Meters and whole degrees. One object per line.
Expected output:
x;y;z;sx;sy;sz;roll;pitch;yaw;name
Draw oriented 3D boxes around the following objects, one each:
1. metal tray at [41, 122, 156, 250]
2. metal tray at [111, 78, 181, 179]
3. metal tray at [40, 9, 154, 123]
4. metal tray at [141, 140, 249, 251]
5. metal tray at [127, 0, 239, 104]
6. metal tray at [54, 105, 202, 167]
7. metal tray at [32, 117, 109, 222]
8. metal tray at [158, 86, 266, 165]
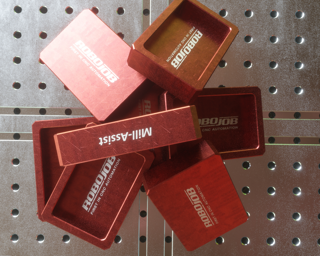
-0.073;0.069;0.380;0.090;0.030;0.130;27;90;0;metal tray
-0.018;0.000;0.410;0.091;0.030;0.129;-4;88;-2;metal tray
-0.078;-0.077;0.394;0.090;0.030;0.130;-45;75;0;metal tray
0.046;0.087;0.378;0.090;0.030;0.130;-29;123;0;metal tray
0.032;-0.101;0.377;0.090;0.030;0.130;34;57;0;metal tray
-0.027;0.007;0.316;0.131;0.090;0.030;-12;90;4;metal tray
-0.115;0.052;0.410;0.090;0.030;0.129;-4;89;-1;metal tray
0.067;-0.005;0.393;0.131;0.030;0.090;-4;90;-17;metal tray
